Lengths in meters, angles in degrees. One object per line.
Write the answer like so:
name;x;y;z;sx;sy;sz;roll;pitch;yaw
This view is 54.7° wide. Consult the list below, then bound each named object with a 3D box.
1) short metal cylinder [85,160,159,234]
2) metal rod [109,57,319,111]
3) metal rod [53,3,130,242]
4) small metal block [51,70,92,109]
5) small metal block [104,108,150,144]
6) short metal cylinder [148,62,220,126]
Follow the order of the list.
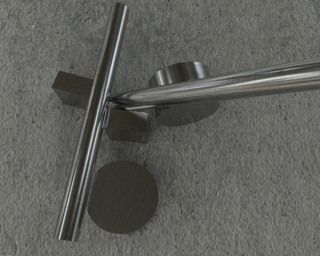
short metal cylinder;-0.042;0.083;0.364;0.081;0.050;0.080;0;70;0
metal rod;0.035;-0.037;0.316;0.300;0.025;0.025;-3;64;42
metal rod;-0.075;-0.024;0.368;0.025;0.025;0.299;8;68;3
small metal block;-0.108;-0.047;0.411;0.050;0.050;0.025;16;71;6
small metal block;-0.041;-0.001;0.395;0.050;0.050;0.025;7;71;2
short metal cylinder;0.030;-0.041;0.394;0.081;0.080;0.050;-12;71;-4
